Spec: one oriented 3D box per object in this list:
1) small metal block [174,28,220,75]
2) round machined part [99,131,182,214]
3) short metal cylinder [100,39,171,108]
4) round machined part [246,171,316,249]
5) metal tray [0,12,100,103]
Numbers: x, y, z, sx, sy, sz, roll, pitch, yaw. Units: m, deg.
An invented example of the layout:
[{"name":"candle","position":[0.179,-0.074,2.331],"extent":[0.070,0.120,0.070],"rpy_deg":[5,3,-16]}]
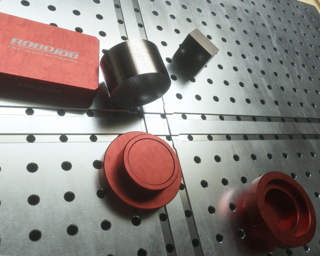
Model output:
[{"name":"small metal block","position":[0.059,-0.123,0.500],"extent":[0.050,0.050,0.025],"rpy_deg":[45,51,2]},{"name":"round machined part","position":[-0.017,0.046,0.361],"extent":[0.099,0.042,0.098],"rpy_deg":[14,56,-21]},{"name":"short metal cylinder","position":[-0.032,-0.068,0.398],"extent":[0.081,0.080,0.050],"rpy_deg":[-6,65,-31]},{"name":"round machined part","position":[0.155,0.111,0.416],"extent":[0.099,0.042,0.098],"rpy_deg":[14,56,-21]},{"name":"metal tray","position":[-0.143,-0.085,0.381],"extent":[0.131,0.030,0.090],"rpy_deg":[9,58,-24]}]
